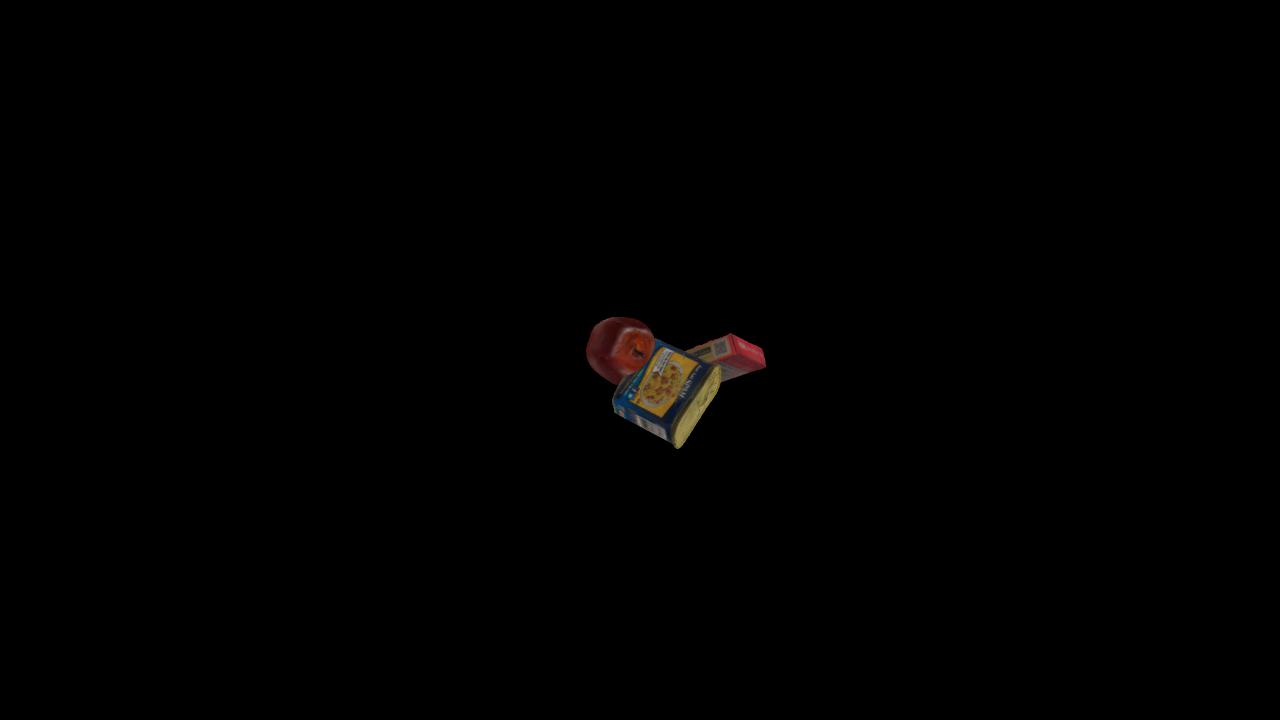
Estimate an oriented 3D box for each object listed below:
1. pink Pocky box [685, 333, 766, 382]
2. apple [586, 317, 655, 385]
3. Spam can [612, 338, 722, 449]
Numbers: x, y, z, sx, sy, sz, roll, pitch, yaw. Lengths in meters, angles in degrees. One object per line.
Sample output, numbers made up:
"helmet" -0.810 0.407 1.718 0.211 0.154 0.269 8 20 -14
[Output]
"pink Pocky box" 0.064 0.013 0.739 0.155 0.029 0.084 -21 -22 30
"apple" -0.023 -0.011 0.706 0.079 0.079 0.093 0 6 -33
"Spam can" 0.030 0.035 0.686 0.085 0.101 0.058 25 -27 22
